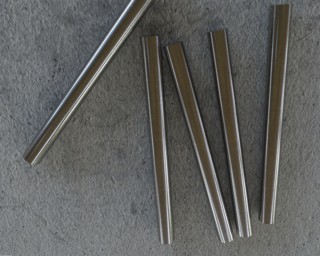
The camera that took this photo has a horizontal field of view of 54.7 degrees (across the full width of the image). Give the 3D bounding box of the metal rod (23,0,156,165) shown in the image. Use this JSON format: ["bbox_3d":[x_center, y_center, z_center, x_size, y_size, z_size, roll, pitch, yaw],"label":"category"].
[{"bbox_3d":[-0.084,-0.070,0.382,0.025,0.025,0.299,36,106,-13],"label":"metal rod"}]

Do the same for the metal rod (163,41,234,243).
[{"bbox_3d":[0.058,0.032,0.422,0.025,0.025,0.298,-16,110,5],"label":"metal rod"}]

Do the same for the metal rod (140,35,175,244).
[{"bbox_3d":[-0.001,0.029,0.420,0.025,0.025,0.298,-4,110,1],"label":"metal rod"}]

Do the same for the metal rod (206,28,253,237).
[{"bbox_3d":[0.098,0.020,0.418,0.025,0.025,0.298,-11,110,4],"label":"metal rod"}]

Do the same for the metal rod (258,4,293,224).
[{"bbox_3d":[0.150,-0.004,0.410,0.025,0.025,0.298,-4,110,1],"label":"metal rod"}]
